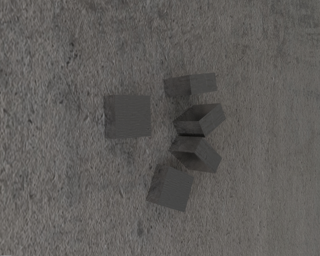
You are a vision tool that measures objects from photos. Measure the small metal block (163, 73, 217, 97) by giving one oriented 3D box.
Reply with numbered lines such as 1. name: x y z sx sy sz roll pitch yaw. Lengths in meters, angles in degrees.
1. small metal block: 0.041 -0.058 0.422 0.050 0.050 0.025 -13 98 -39

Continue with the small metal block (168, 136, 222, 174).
1. small metal block: 0.049 0.036 0.429 0.050 0.050 0.025 45 63 -31

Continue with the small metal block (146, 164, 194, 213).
1. small metal block: 0.014 0.081 0.417 0.050 0.025 0.050 28 73 -37

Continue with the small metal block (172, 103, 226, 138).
1. small metal block: 0.055 -0.011 0.434 0.050 0.050 0.025 -38 113 -34

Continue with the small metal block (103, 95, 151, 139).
1. small metal block: -0.039 -0.014 0.372 0.050 0.025 0.050 -3 92 -40
